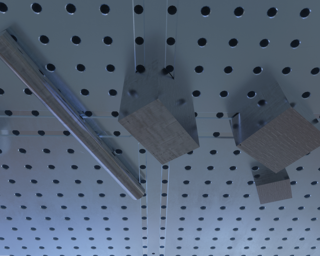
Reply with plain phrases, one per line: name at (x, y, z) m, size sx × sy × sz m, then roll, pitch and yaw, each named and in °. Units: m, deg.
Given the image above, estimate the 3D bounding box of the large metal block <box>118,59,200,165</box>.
large metal block at (0.000, -0.019, 0.360) m, size 0.050 × 0.080 × 0.080 m, roll -28°, pitch 125°, yaw 21°

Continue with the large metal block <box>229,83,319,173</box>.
large metal block at (0.151, 0.002, 0.400) m, size 0.080 × 0.050 × 0.080 m, roll 32°, pitch 123°, yaw -25°

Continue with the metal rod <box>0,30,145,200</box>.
metal rod at (-0.104, 0.005, 0.414) m, size 0.025 × 0.025 × 0.299 m, roll -22°, pitch 127°, yaw 17°

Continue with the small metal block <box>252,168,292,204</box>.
small metal block at (0.179, 0.092, 0.493) m, size 0.050 × 0.025 × 0.050 m, roll -15°, pitch 129°, yaw 12°
